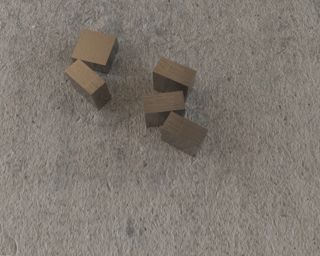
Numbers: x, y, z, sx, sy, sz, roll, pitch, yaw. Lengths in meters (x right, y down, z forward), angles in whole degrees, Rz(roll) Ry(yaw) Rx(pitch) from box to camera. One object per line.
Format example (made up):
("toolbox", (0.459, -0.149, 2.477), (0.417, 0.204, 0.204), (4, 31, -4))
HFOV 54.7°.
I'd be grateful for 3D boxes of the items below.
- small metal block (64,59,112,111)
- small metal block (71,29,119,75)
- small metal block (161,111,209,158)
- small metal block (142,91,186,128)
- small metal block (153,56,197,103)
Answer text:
("small metal block", (-0.095, -0.057, 0.415), (0.050, 0.050, 0.025), (41, 75, 13))
("small metal block", (-0.093, -0.110, 0.448), (0.050, 0.025, 0.050), (14, 71, 5))
("small metal block", (0.030, 0.009, 0.391), (0.050, 0.050, 0.025), (28, 73, 9))
("small metal block", (0.005, -0.023, 0.403), (0.050, 0.050, 0.025), (-7, 70, -3))
("small metal block", (0.019, -0.064, 0.418), (0.050, 0.050, 0.025), (25, 72, 8))
